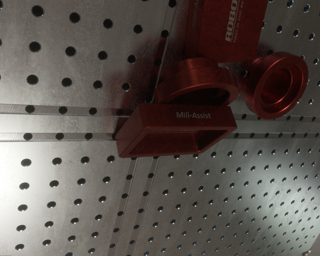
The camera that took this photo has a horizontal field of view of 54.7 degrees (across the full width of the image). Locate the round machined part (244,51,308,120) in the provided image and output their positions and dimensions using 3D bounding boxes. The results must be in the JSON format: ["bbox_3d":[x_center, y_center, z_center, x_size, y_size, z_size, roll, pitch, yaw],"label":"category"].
[{"bbox_3d":[0.163,-0.064,0.452,0.099,0.042,0.097,-14,125,-21],"label":"round machined part"}]

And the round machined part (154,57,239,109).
[{"bbox_3d":[0.041,-0.049,0.373,0.099,0.042,0.098,-10,162,-3],"label":"round machined part"}]

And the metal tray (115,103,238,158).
[{"bbox_3d":[0.020,0.005,0.393,0.131,0.030,0.090,0,154,-29],"label":"metal tray"}]

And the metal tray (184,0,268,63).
[{"bbox_3d":[0.081,-0.144,0.365,0.091,0.030,0.129,-9,123,-24],"label":"metal tray"}]
